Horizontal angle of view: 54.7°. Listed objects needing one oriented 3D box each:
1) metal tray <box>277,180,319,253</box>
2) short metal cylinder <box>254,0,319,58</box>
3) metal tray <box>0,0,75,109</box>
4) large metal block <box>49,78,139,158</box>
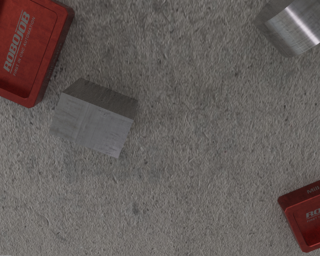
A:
[{"bbox_3d":[0.252,0.119,0.453,0.130,0.030,0.090,-26,108,9],"label":"metal tray"},{"bbox_3d":[0.151,-0.124,0.336,0.050,0.080,0.080,42,105,-14],"label":"short metal cylinder"},{"bbox_3d":[-0.169,-0.100,0.368,0.090,0.030,0.129,25,108,-9],"label":"metal tray"},{"bbox_3d":[-0.075,-0.015,0.374,0.080,0.080,0.050,21,109,-8],"label":"large metal block"}]
